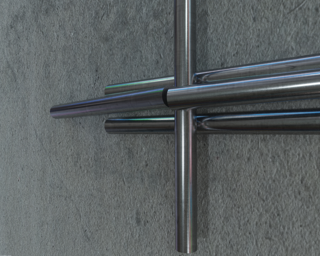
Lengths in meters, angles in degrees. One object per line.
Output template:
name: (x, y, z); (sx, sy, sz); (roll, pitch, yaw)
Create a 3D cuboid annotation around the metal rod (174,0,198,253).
metal rod: (0.029, -0.013, 0.348); (0.025, 0.025, 0.298); (-1, 90, 39)

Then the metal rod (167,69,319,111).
metal rod: (0.144, -0.038, 0.254); (0.300, 0.025, 0.025); (-3, 88, 29)

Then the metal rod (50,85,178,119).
metal rod: (-0.087, -0.031, 0.443); (0.300, 0.025, 0.025); (-2, 89, 49)

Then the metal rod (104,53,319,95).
metal rod: (0.043, -0.055, 0.369); (0.300, 0.025, 0.025); (-1, 90, 39)

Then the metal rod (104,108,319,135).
metal rod: (0.043, -0.005, 0.369); (0.300, 0.025, 0.025); (-1, 90, 39)
